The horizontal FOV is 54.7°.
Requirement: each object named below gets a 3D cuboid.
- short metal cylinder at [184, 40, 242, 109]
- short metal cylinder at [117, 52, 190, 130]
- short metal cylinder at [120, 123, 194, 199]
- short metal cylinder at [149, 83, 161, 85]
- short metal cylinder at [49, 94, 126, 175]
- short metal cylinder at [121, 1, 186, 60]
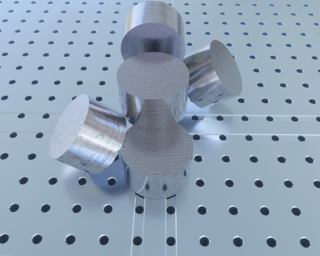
[{"bbox_3d":[0.070,-0.072,0.424,0.050,0.080,0.080,-22,39,36],"label":"short metal cylinder"},{"bbox_3d":[-0.008,-0.044,0.362,0.081,0.050,0.080,0,50,0],"label":"short metal cylinder"},{"bbox_3d":[-0.003,0.035,0.361,0.081,0.050,0.080,0,51,0],"label":"short metal cylinder"},{"bbox_3d":[-0.006,-0.069,0.449,0.081,0.050,0.080,0,51,0],"label":"short metal cylinder"},{"bbox_3d":[-0.084,0.008,0.357,0.050,0.080,0.080,31,40,-33],"label":"short metal cylinder"},{"bbox_3d":[-0.008,-0.114,0.401,0.081,0.080,0.050,0,50,0],"label":"short metal cylinder"}]
